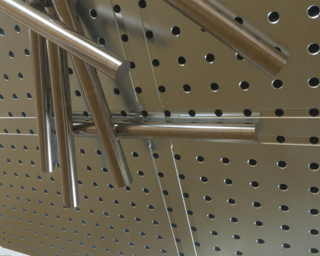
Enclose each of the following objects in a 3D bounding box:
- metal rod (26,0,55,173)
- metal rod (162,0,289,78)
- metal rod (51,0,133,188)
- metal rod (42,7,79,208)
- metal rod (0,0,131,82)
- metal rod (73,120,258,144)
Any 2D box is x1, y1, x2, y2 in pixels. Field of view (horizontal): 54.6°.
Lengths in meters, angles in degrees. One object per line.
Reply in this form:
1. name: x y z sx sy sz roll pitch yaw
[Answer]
1. metal rod: -0.180 -0.047 0.478 0.025 0.025 0.298 22 127 15
2. metal rod: 0.000 -0.149 0.319 0.300 0.025 0.025 37 129 3
3. metal rod: -0.090 -0.059 0.400 0.025 0.025 0.299 -6 109 31
4. metal rod: -0.139 -0.015 0.448 0.025 0.025 0.298 12 115 22
5. metal rod: -0.161 -0.136 0.376 0.300 0.025 0.025 32 129 18
6. metal rod: -0.023 0.002 0.425 0.300 0.025 0.025 2 119 27
